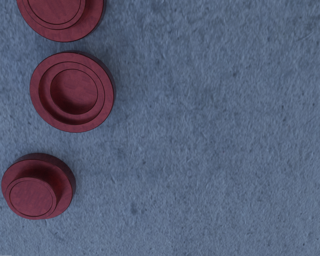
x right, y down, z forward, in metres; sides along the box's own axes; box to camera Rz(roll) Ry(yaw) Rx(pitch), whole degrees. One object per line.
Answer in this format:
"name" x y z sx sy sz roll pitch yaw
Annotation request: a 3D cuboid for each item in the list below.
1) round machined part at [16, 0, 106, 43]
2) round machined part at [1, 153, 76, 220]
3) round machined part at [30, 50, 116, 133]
"round machined part" -0.112 -0.146 0.345 0.099 0.042 0.097 0 110 -1
"round machined part" -0.171 0.088 0.431 0.099 0.042 0.097 0 110 -1
"round machined part" -0.103 -0.047 0.382 0.099 0.042 0.097 0 110 -1
